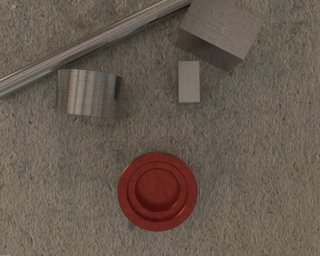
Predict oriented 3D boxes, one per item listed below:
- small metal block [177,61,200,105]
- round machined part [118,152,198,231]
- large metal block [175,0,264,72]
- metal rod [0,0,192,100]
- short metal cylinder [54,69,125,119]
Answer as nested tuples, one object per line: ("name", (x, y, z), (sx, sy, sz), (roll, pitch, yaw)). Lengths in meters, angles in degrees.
("small metal block", (0.035, -0.056, 0.398), (0.025, 0.050, 0.050), (-1, 90, 0))
("round machined part", (-0.003, 0.079, 0.402), (0.099, 0.042, 0.097), (0, 90, -1))
("large metal block", (0.068, -0.116, 0.383), (0.080, 0.080, 0.050), (27, 90, -1))
("metal rod", (-0.086, -0.112, 0.408), (0.301, 0.025, 0.025), (-26, 90, -1))
("short metal cylinder", (-0.086, -0.039, 0.381), (0.081, 0.080, 0.050), (5, 90, -1))
